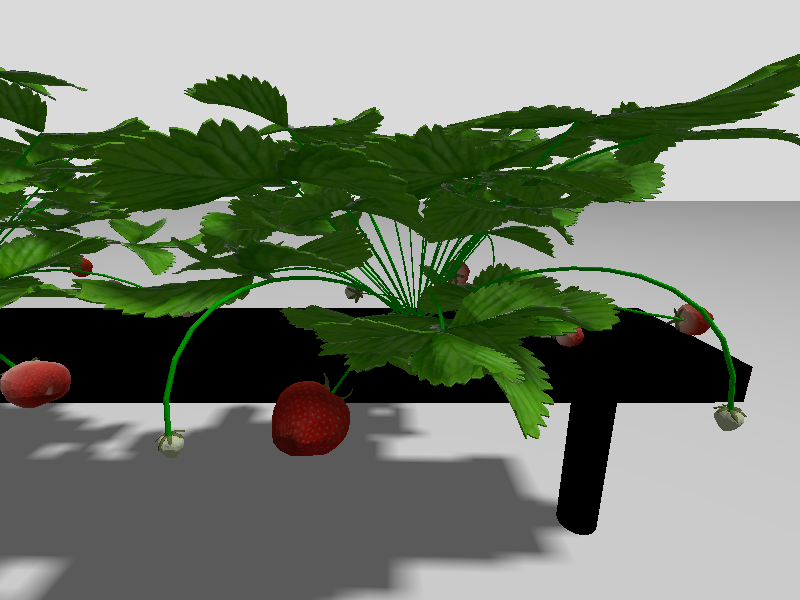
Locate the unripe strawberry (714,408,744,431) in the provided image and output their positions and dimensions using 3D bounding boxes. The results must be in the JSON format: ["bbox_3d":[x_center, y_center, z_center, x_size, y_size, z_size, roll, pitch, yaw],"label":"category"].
[{"bbox_3d":[0.156,0.057,0.190,0.010,0.011,0.011,-12,20,-36],"label":"unripe strawberry"}]

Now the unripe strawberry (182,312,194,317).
[{"bbox_3d":[-0.214,0.005,0.409,0.025,0.024,0.023,-1,16,-11],"label":"unripe strawberry"}]

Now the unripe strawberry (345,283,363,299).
[{"bbox_3d":[-0.054,-0.011,0.470,0.022,0.019,0.022,-10,18,-32],"label":"unripe strawberry"}]

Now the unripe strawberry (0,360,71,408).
[{"bbox_3d":[-0.215,0.050,0.239,0.032,0.027,0.032,10,19,30],"label":"unripe strawberry"}]

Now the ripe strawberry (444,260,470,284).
[{"bbox_3d":[0.078,-0.037,0.541,0.034,0.036,0.037,5,16,18],"label":"ripe strawberry"}]

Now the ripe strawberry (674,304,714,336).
[{"bbox_3d":[0.266,0.018,0.361,0.029,0.028,0.027,1,16,2],"label":"ripe strawberry"}]

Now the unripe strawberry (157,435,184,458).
[{"bbox_3d":[-0.103,0.066,0.180,0.011,0.011,0.010,9,18,30],"label":"unripe strawberry"}]

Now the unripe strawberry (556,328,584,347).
[{"bbox_3d":[0.140,0.029,0.328,0.021,0.022,0.019,22,21,13],"label":"unripe strawberry"}]

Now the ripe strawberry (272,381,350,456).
[{"bbox_3d":[-0.046,0.059,0.196,0.039,0.033,0.039,5,17,18],"label":"ripe strawberry"}]

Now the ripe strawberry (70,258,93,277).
[{"bbox_3d":[-0.468,-0.048,0.591,0.028,0.029,0.030,-2,7,-8],"label":"ripe strawberry"}]

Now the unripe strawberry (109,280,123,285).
[{"bbox_3d":[-0.350,-0.016,0.493,0.018,0.019,0.019,10,18,32],"label":"unripe strawberry"}]
